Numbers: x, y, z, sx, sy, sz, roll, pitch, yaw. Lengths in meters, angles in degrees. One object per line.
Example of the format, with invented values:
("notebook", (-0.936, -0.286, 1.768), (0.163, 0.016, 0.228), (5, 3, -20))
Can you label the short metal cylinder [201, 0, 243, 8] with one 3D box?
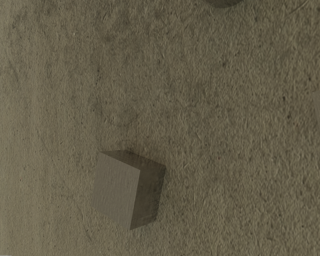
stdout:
("short metal cylinder", (0.063, -0.178, 0.337), (0.080, 0.050, 0.080), (0, 90, 40))

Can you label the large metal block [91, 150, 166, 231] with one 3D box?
("large metal block", (-0.045, 0.080, 0.426), (0.080, 0.050, 0.079), (17, 101, 38))

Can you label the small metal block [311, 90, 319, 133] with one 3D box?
("small metal block", (0.166, -0.012, 0.268), (0.050, 0.025, 0.050), (-14, 81, 39))
